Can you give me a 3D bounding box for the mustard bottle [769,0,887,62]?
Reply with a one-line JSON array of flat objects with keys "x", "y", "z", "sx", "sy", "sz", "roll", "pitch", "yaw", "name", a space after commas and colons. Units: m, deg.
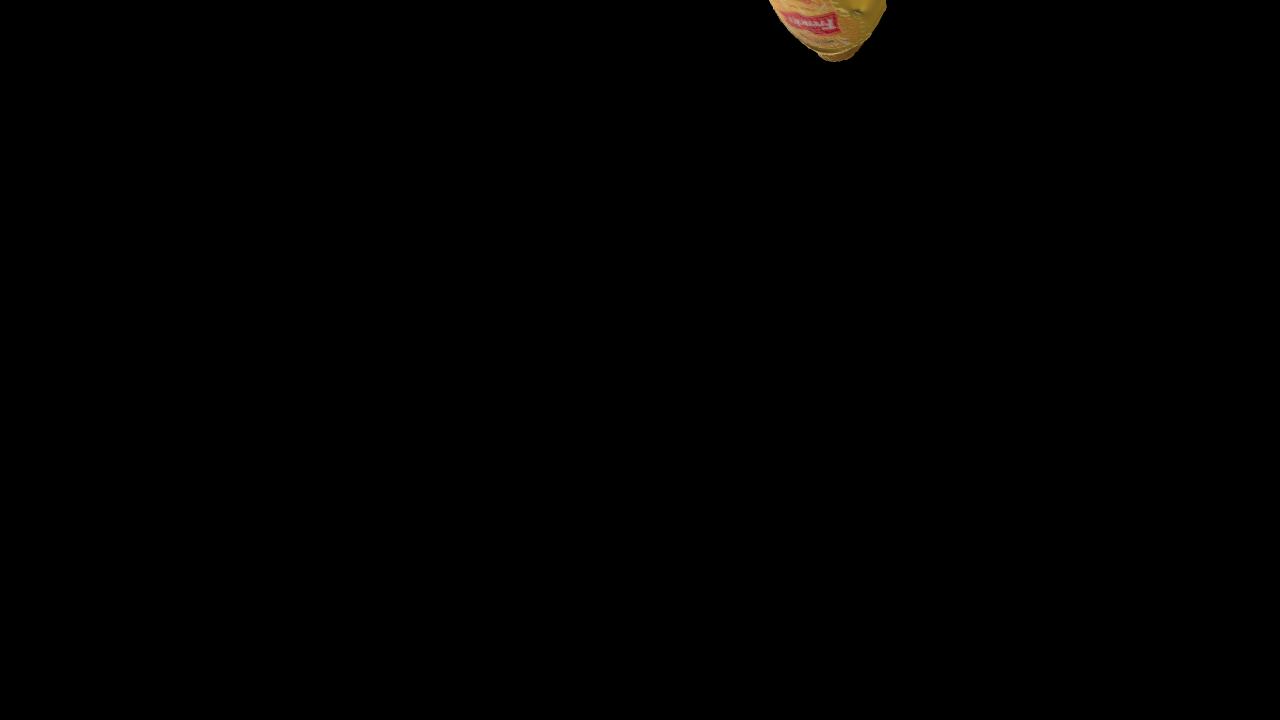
[{"x": 0.136, "y": -0.276, "z": 0.457, "sx": 0.092, "sy": 0.054, "sz": 0.184, "roll": 23, "pitch": 7, "yaw": 28, "name": "mustard bottle"}]
